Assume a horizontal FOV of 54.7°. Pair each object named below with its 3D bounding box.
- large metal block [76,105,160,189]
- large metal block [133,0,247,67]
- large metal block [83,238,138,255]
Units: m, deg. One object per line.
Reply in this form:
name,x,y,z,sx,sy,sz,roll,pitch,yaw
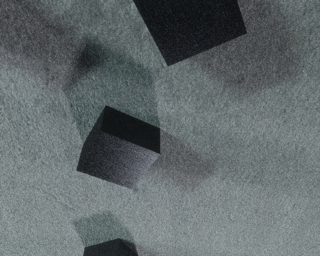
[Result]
large metal block,-0.055,0.028,0.414,0.080,0.050,0.080,23,126,-19
large metal block,0.027,-0.117,0.291,0.080,0.050,0.080,-20,128,16
large metal block,-0.099,0.272,0.622,0.080,0.050,0.080,-20,128,15
